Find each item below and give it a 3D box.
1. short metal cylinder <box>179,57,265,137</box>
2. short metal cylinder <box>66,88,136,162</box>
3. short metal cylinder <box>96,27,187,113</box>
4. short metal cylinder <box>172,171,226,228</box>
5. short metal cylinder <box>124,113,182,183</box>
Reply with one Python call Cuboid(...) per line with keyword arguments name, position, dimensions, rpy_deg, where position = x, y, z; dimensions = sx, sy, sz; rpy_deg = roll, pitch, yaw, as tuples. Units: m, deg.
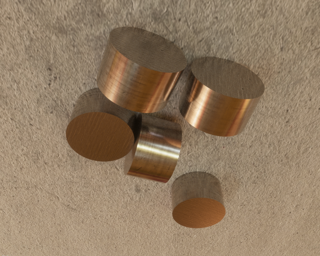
Cuboid(name="short metal cylinder", position=(0.066, -0.036, 0.341), dimensions=(0.081, 0.080, 0.050), rpy_deg=(10, 129, -8))
Cuboid(name="short metal cylinder", position=(-0.071, -0.004, 0.387), dimensions=(0.081, 0.050, 0.079), rpy_deg=(0, 130, 0))
Cuboid(name="short metal cylinder", position=(-0.019, -0.061, 0.319), dimensions=(0.081, 0.080, 0.050), rpy_deg=(17, 128, -14))
Cuboid(name="short metal cylinder", position=(0.059, 0.114, 0.488), dimensions=(0.081, 0.050, 0.079), rpy_deg=(0, 130, 0))
Cuboid(name="short metal cylinder", position=(-0.010, 0.026, 0.393), dimensions=(0.050, 0.080, 0.079), rpy_deg=(15, 129, -12))
